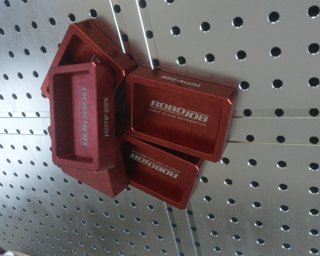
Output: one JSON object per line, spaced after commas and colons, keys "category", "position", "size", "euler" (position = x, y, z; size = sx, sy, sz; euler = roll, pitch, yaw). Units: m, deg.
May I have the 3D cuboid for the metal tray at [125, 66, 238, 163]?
{"category": "metal tray", "position": [0.021, -0.017, 0.385], "size": [0.130, 0.030, 0.089], "euler": [17, 126, 18]}

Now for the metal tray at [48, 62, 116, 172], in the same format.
{"category": "metal tray", "position": [-0.101, -0.015, 0.397], "size": [0.090, 0.030, 0.129], "euler": [2, 96, 35]}

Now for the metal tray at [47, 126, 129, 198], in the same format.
{"category": "metal tray", "position": [-0.111, 0.044, 0.472], "size": [0.130, 0.030, 0.089], "euler": [16, 127, 36]}

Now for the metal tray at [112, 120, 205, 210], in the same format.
{"category": "metal tray", "position": [-0.009, 0.053, 0.445], "size": [0.130, 0.030, 0.089], "euler": [23, 128, 14]}

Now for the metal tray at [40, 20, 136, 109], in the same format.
{"category": "metal tray", "position": [-0.101, -0.066, 0.420], "size": [0.090, 0.030, 0.129], "euler": [43, 129, -1]}
